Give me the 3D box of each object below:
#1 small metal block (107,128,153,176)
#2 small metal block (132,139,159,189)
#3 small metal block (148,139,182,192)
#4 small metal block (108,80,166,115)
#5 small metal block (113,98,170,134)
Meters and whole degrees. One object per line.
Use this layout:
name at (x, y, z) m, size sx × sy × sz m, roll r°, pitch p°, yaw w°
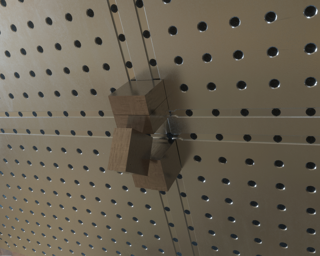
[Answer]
small metal block at (-0.035, 0.030, 0.377) m, size 0.025 × 0.050 × 0.050 m, roll 1°, pitch 77°, yaw 28°
small metal block at (-0.017, 0.049, 0.433) m, size 0.025 × 0.050 × 0.050 m, roll 1°, pitch 119°, yaw 27°
small metal block at (0.005, 0.050, 0.420) m, size 0.025 × 0.050 × 0.050 m, roll 1°, pitch 119°, yaw 27°
small metal block at (-0.027, -0.038, 0.383) m, size 0.050 × 0.050 × 0.025 m, roll 2°, pitch 119°, yaw 27°
small metal block at (-0.022, -0.016, 0.394) m, size 0.050 × 0.050 × 0.025 m, roll 2°, pitch 119°, yaw 27°
